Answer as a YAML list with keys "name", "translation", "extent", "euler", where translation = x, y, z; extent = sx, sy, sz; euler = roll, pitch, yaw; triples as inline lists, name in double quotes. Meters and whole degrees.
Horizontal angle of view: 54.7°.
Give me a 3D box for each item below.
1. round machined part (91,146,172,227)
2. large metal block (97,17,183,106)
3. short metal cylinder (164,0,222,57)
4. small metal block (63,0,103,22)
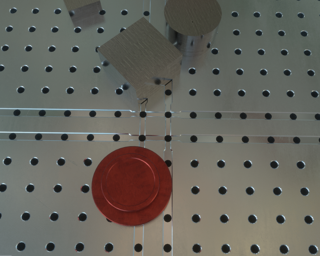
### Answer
- name: "round machined part"
  translation: [-0.034, 0.069, 0.377]
  extent: [0.099, 0.042, 0.098]
  euler: [0, 70, -1]
- name: "large metal block"
  translation: [-0.027, -0.093, 0.432]
  extent: [0.080, 0.050, 0.080]
  euler: [-39, 75, -13]
- name: "short metal cylinder"
  translation: [0.046, -0.153, 0.455]
  extent: [0.081, 0.050, 0.080]
  euler: [0, 70, 0]
- name: "small metal block"
  translation: [-0.124, -0.200, 0.484]
  extent: [0.050, 0.025, 0.050]
  euler: [-22, 72, -8]
